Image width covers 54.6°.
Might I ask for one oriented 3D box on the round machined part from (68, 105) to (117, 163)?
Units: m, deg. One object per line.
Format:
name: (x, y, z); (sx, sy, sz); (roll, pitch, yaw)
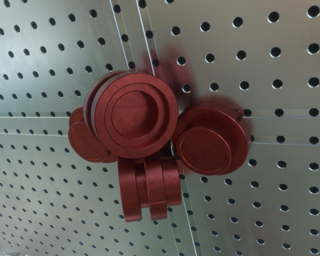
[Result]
round machined part: (-0.095, 0.012, 0.458); (0.098, 0.042, 0.097); (13, 124, 21)

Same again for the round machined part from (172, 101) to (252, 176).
round machined part: (0.059, 0.019, 0.382); (0.098, 0.042, 0.097); (13, 124, 21)

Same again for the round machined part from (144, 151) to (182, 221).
round machined part: (0.003, 0.073, 0.420); (0.042, 0.098, 0.097); (-7, 120, -4)

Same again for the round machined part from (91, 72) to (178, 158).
round machined part: (-0.032, -0.017, 0.362); (0.042, 0.099, 0.098); (31, 144, 63)

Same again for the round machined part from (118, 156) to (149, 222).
round machined part: (-0.030, 0.075, 0.421); (0.042, 0.098, 0.097); (-7, 120, -4)

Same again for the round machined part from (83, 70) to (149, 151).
round machined part: (-0.047, -0.024, 0.390); (0.042, 0.099, 0.098); (31, 144, 63)
